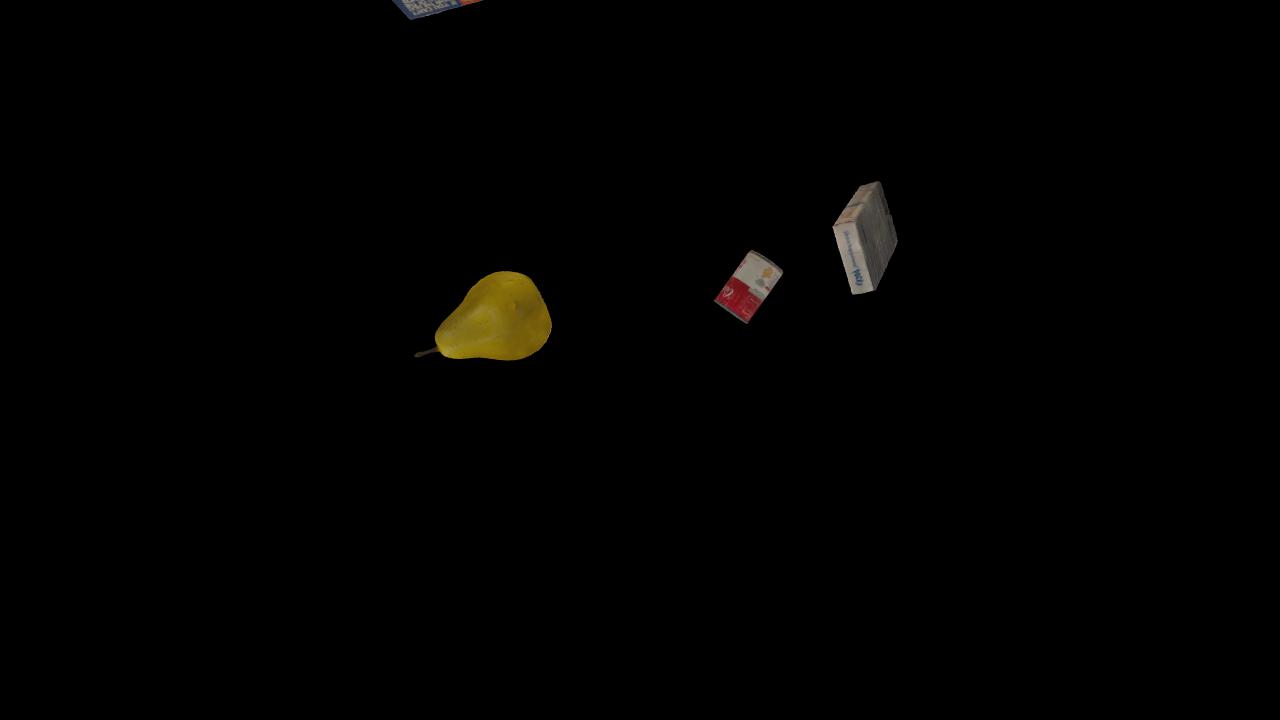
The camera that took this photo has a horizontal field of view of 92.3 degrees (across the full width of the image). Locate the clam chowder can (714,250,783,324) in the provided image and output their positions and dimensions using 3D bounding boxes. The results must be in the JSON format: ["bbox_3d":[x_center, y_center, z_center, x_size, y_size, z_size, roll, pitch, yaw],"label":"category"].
[{"bbox_3d":[0.177,-0.118,1.000,0.068,0.102,0.068,35,7,-5],"label":"clam chowder can"}]

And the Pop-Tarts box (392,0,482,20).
[{"bbox_3d":[-0.146,-0.360,0.470,0.167,0.083,0.141,-6,-9,13],"label":"Pop-Tarts box"}]

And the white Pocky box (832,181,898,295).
[{"bbox_3d":[0.261,-0.143,0.704,0.028,0.084,0.154,-10,24,36],"label":"white Pocky box"}]

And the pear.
[{"bbox_3d":[-0.131,-0.026,0.513,0.111,0.080,0.080,-24,4,-9],"label":"pear"}]
